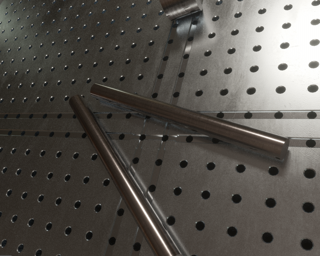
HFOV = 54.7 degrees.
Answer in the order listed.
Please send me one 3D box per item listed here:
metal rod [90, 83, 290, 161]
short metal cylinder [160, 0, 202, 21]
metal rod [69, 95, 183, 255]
[{"bbox_3d":[0.015,-0.019,0.410,0.300,0.025,0.025,20,72,35],"label":"metal rod"},{"bbox_3d":[0.030,-0.217,0.489,0.050,0.080,0.080,-14,56,20],"label":"short metal cylinder"},{"bbox_3d":[-0.061,0.047,0.410,0.025,0.025,0.300,-40,51,1],"label":"metal rod"}]
